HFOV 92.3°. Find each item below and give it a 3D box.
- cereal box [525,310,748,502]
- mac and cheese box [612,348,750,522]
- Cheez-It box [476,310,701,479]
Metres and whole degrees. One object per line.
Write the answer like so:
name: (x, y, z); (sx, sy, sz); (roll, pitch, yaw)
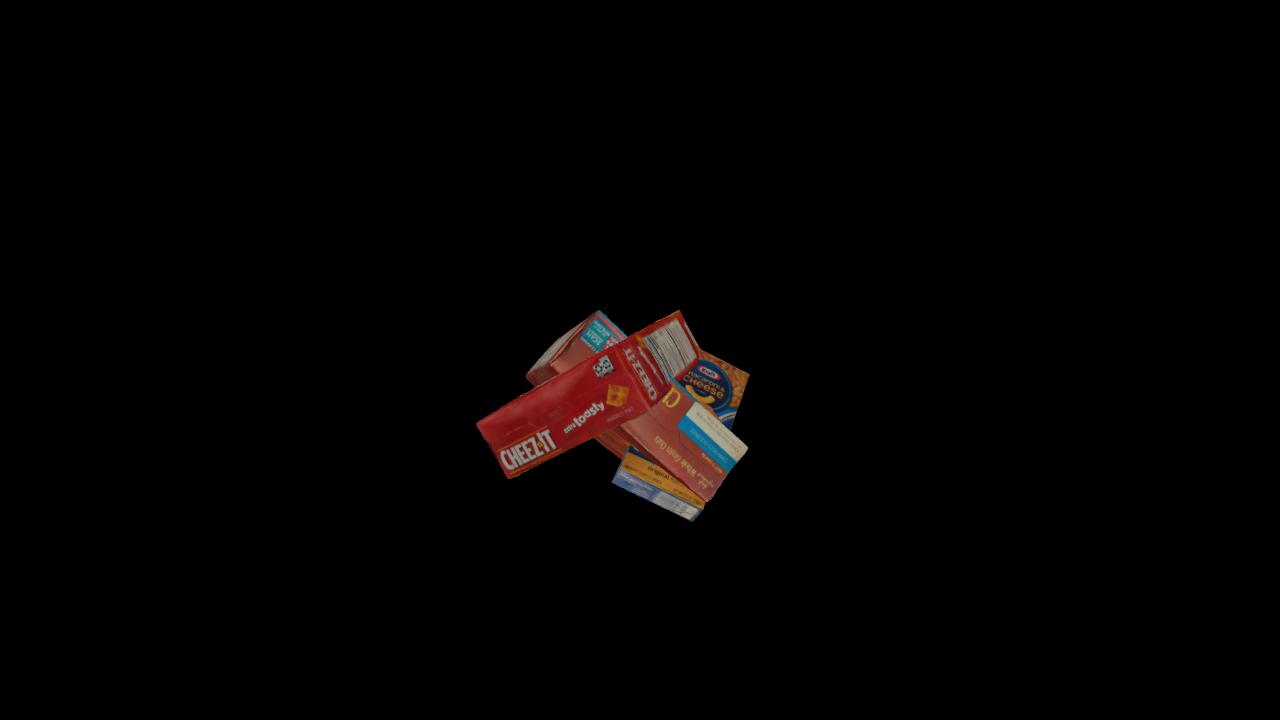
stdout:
cereal box: (-0.024, 0.052, 0.715); (0.203, 0.081, 0.306); (42, -13, -9)
mac and cheese box: (0.048, 0.069, 0.655); (0.093, 0.184, 0.041); (25, -38, 1)
Cheez-It box: (-0.037, 0.028, 0.639); (0.166, 0.071, 0.223); (-29, 1, 22)
